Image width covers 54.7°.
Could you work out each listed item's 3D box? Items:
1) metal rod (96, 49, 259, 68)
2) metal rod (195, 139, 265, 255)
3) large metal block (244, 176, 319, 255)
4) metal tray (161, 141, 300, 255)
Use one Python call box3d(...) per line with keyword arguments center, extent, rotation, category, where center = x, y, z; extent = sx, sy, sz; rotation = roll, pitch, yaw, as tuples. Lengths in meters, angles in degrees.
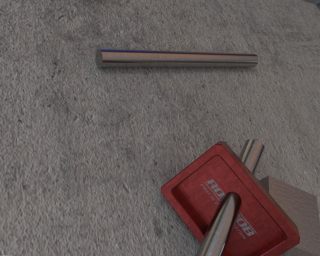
box3d(center=(0.046, -0.110, 0.497), extent=(0.303, 0.025, 0.025), rotation=(-7, 66, -32), category="metal rod")
box3d(center=(0.050, 0.133, 0.319), extent=(0.025, 0.025, 0.301), rotation=(35, 61, -5), category="metal rod")
box3d(center=(0.157, 0.120, 0.402), extent=(0.080, 0.050, 0.080), rotation=(24, 53, -14), category="large metal block")
box3d(center=(0.076, 0.091, 0.346), extent=(0.130, 0.090, 0.030), rotation=(51, 16, 9), category="metal tray")
